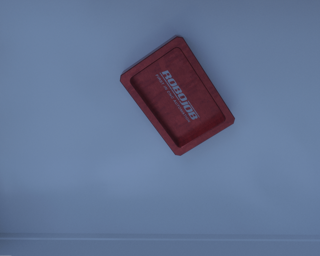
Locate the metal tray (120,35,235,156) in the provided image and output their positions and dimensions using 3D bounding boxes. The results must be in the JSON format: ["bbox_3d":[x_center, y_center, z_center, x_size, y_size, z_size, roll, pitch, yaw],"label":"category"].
[{"bbox_3d":[0.023,-0.039,0.394,0.090,0.030,0.130,-33,107,11],"label":"metal tray"}]
